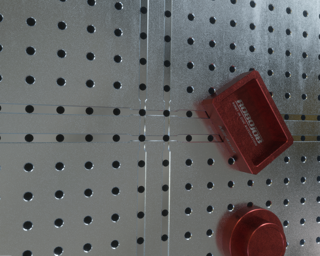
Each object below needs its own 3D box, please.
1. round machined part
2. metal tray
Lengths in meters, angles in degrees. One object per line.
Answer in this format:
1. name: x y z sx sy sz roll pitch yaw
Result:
1. round machined part: 0.147 0.169 0.460 0.099 0.042 0.097 0 90 -21
2. metal tray: 0.133 -0.008 0.460 0.090 0.030 0.130 -35 102 -17
